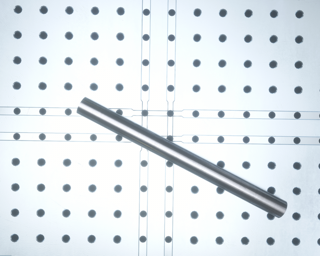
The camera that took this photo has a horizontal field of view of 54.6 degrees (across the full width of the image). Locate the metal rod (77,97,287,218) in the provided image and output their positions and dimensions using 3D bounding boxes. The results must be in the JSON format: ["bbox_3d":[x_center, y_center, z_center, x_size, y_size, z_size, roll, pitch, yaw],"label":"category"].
[{"bbox_3d":[0.029,0.039,0.413,0.301,0.025,0.025,28,90,0],"label":"metal rod"}]
